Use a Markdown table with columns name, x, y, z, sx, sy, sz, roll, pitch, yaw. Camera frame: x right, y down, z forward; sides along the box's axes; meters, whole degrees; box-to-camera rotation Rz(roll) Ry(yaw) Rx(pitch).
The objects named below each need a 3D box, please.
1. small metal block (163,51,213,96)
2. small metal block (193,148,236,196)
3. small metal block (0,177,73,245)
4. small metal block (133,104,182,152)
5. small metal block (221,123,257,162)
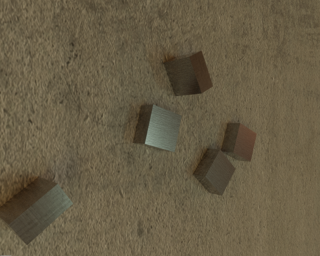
| name | x | y | z | sx | sy | sz | roll | pitch | yaw |
| --- | --- | --- | --- | --- | --- | --- | --- | --- | --- |
| small metal block | 0.038 | -0.073 | 0.420 | 0.025 | 0.050 | 0.050 | -34 | 111 | -35 |
| small metal block | 0.084 | 0.067 | 0.475 | 0.050 | 0.025 | 0.050 | 49 | 61 | -29 |
| small metal block | -0.118 | 0.075 | 0.289 | 0.050 | 0.050 | 0.025 | -43 | 116 | -32 |
| small metal block | -0.003 | 0.001 | 0.402 | 0.050 | 0.025 | 0.050 | 19 | 78 | -38 |
| small metal block | 0.132 | 0.024 | 0.515 | 0.050 | 0.025 | 0.050 | 26 | 73 | -37 |
